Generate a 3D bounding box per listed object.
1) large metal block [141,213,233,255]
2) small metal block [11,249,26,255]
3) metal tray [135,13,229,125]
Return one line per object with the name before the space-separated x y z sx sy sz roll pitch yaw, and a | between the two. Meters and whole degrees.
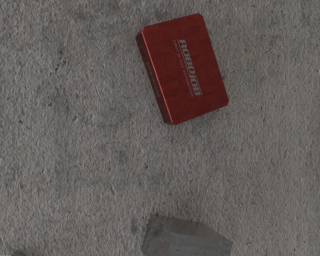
large metal block | 0.031 0.150 0.392 0.081 0.080 0.050 16 85 -20
small metal block | -0.165 0.176 0.349 0.050 0.025 0.050 -39 103 -16
metal tray | 0.031 -0.078 0.418 0.091 0.030 0.129 -21 97 -19
